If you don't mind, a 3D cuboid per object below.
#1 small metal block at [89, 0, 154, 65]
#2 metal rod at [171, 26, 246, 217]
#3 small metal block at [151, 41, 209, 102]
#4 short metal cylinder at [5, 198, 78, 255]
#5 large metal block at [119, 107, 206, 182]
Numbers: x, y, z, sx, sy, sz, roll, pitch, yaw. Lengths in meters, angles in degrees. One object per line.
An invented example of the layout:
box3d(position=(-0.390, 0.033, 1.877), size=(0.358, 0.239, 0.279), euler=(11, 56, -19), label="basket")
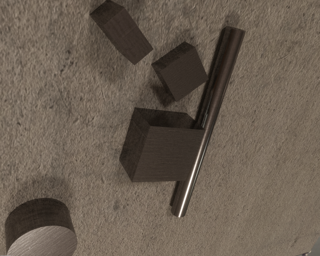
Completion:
box3d(position=(-0.039, -0.097, 0.311), size=(0.025, 0.050, 0.050), euler=(-41, 130, 0), label="small metal block")
box3d(position=(0.062, 0.008, 0.447), size=(0.025, 0.025, 0.298), euler=(-1, 119, -28), label="metal rod")
box3d(position=(0.025, -0.069, 0.380), size=(0.050, 0.025, 0.050), euler=(-36, 130, -5), label="small metal block")
box3d(position=(-0.151, 0.137, 0.393), size=(0.081, 0.050, 0.079), euler=(-14, 125, -21), label="short metal cylinder")
box3d(position=(0.001, 0.023, 0.407), size=(0.081, 0.050, 0.079), euler=(4, 116, -31), label="large metal block")
